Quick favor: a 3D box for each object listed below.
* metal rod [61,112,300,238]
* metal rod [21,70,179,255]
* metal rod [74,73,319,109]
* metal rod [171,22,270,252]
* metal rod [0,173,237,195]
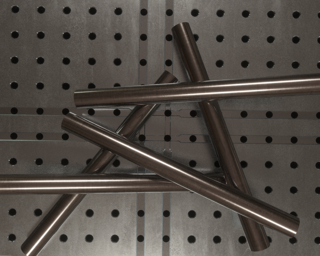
[{"bbox_3d":[0.017,0.052,0.374,0.301,0.025,0.025,24,90,9],"label":"metal rod"},{"bbox_3d":[-0.079,0.047,0.412,0.025,0.025,0.300,39,90,-1],"label":"metal rod"},{"bbox_3d":[0.042,-0.044,0.379,0.301,0.025,0.025,-3,90,9],"label":"metal rod"},{"bbox_3d":[0.075,0.006,0.396,0.025,0.025,0.299,-19,83,0],"label":"metal rod"},{"bbox_3d":[-0.048,0.070,0.393,0.302,0.025,0.025,1,90,-9],"label":"metal rod"}]
